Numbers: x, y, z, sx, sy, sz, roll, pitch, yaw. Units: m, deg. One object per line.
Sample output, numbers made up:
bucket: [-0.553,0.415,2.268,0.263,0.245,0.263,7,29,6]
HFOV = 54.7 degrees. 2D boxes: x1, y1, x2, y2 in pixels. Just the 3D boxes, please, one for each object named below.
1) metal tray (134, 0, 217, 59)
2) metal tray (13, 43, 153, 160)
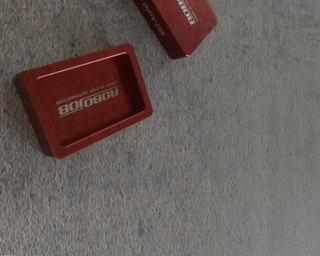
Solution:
metal tray: [0.017,-0.170,0.415,0.090,0.030,0.130,-52,121,-27]
metal tray: [-0.075,-0.033,0.337,0.131,0.030,0.089,-28,108,-37]
